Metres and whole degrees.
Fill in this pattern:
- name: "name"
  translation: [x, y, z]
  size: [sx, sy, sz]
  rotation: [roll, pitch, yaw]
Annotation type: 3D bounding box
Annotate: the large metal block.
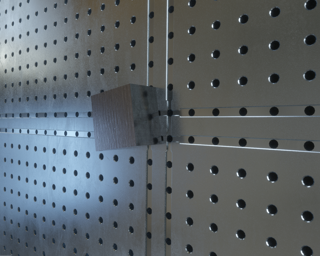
- name: "large metal block"
  translation: [-0.048, -0.012, 0.434]
  size: [0.080, 0.050, 0.080]
  rotation: [-10, 84, 39]
